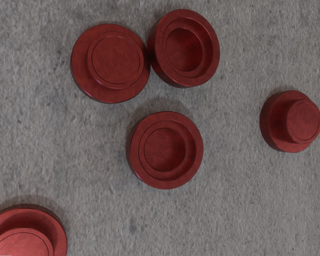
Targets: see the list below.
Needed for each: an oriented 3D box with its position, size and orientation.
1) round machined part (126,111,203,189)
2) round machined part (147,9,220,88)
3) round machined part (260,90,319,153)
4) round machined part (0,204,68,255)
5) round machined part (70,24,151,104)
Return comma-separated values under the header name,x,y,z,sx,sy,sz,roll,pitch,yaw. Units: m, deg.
name,x,y,z,sx,sy,sz,roll,pitch,yaw
round machined part,0.003,0.027,0.402,0.099,0.042,0.097,0,90,-21
round machined part,0.027,-0.100,0.406,0.099,0.042,0.097,1,88,-28
round machined part,0.208,-0.010,0.479,0.099,0.042,0.097,0,90,-21
round machined part,-0.154,0.138,0.344,0.099,0.042,0.097,0,90,-21
round machined part,-0.058,-0.079,0.379,0.099,0.042,0.097,0,90,-20
